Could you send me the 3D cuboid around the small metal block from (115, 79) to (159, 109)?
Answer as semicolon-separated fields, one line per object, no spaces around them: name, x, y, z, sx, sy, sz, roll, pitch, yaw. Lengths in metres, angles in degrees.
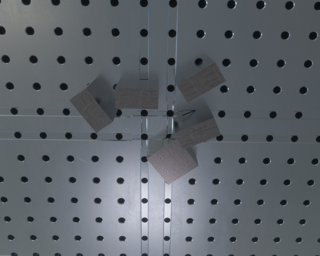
small metal block;-0.027;-0.043;0.384;0.050;0.050;0.025;1;110;-1

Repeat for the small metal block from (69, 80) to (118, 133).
small metal block;-0.081;-0.028;0.389;0.025;0.050;0.050;-33;107;11

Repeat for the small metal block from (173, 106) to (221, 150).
small metal block;0.046;-0.001;0.400;0.050;0.050;0.025;-22;109;8

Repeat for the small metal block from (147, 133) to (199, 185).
small metal block;0.017;0.042;0.429;0.050;0.025;0.050;-34;107;11

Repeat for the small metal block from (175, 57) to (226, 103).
small metal block;0.047;-0.060;0.378;0.050;0.050;0.025;-30;107;10
